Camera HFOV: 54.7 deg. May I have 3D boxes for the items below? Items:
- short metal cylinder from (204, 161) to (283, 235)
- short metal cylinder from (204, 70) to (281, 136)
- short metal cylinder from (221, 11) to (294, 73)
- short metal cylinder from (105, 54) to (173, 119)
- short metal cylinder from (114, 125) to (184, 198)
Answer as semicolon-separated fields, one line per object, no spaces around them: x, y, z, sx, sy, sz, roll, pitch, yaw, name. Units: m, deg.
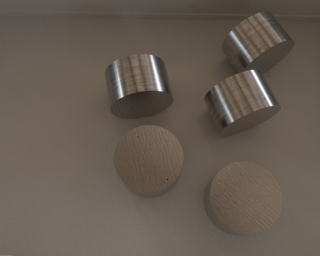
0.096;0.084;0.367;0.081;0.050;0.080;0;70;0;short metal cylinder
0.103;-0.030;0.393;0.081;0.080;0.050;-19;72;-7;short metal cylinder
0.132;-0.110;0.422;0.080;0.080;0.050;-26;73;-9;short metal cylinder
-0.027;-0.051;0.399;0.081;0.080;0.050;-10;71;-4;short metal cylinder
-0.013;0.042;0.381;0.081;0.050;0.080;0;70;0;short metal cylinder
